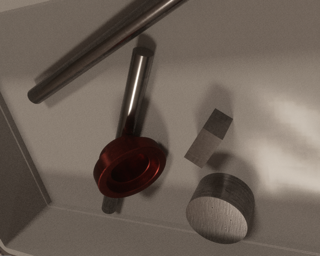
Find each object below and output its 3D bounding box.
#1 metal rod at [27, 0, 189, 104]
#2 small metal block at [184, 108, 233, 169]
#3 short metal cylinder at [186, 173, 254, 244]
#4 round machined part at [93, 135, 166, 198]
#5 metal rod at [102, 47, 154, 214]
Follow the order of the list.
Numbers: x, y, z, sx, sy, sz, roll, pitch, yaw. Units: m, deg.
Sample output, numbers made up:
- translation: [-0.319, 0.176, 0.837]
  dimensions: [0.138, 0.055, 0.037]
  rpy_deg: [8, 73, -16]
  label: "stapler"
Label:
- translation: [-0.080, -0.096, 0.389]
  dimensions: [0.299, 0.025, 0.025]
  rpy_deg: [-23, 106, 36]
  label: "metal rod"
- translation: [0.058, 0.012, 0.368]
  dimensions: [0.025, 0.050, 0.050]
  rpy_deg: [33, 128, 7]
  label: "small metal block"
- translation: [0.081, 0.107, 0.415]
  dimensions: [0.080, 0.050, 0.079]
  rpy_deg: [13, 124, 20]
  label: "short metal cylinder"
- translation: [-0.045, 0.048, 0.426]
  dimensions: [0.042, 0.099, 0.097]
  rpy_deg: [54, 140, 38]
  label: "round machined part"
- translation: [-0.054, 0.025, 0.450]
  dimensions: [0.025, 0.025, 0.298]
  rpy_deg: [26, 127, 12]
  label: "metal rod"
